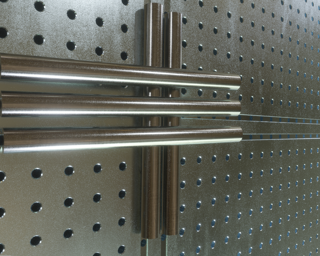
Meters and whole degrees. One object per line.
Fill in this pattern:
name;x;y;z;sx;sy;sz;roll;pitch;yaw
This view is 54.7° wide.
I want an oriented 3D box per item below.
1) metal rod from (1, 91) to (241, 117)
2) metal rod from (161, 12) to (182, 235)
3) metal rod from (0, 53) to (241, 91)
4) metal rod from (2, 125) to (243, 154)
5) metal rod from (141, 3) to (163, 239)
metal rod;-0.020;-0.026;0.368;0.303;0.025;0.025;-2;91;-32
metal rod;0.016;-0.006;0.425;0.025;0.025;0.298;1;89;-40
metal rod;-0.020;-0.062;0.367;0.303;0.025;0.025;-2;92;-32
metal rod;-0.018;0.010;0.368;0.303;0.025;0.025;-1;91;-32
metal rod;-0.010;-0.010;0.403;0.025;0.025;0.298;1;89;-40
